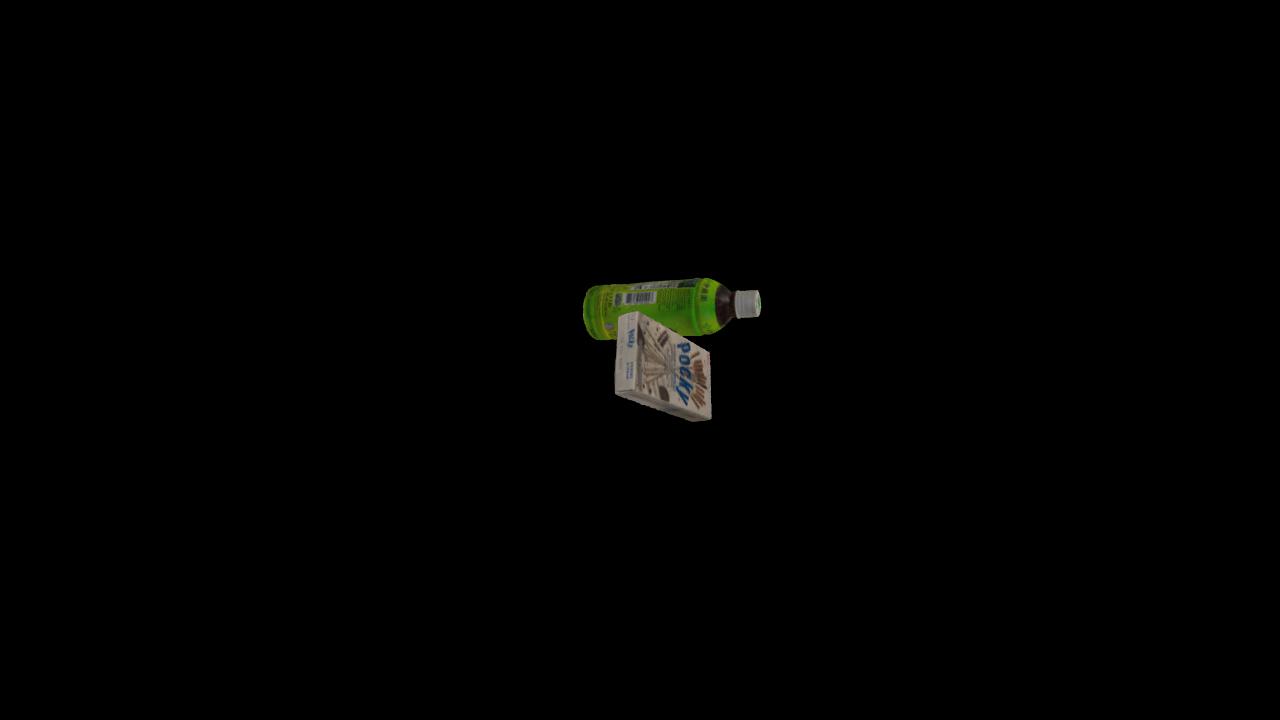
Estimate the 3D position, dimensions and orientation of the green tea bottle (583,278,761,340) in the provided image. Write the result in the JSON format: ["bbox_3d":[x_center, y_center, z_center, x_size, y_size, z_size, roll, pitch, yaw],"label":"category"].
[{"bbox_3d":[0.037,-0.062,0.736,0.212,0.073,0.073,-1,-1,25],"label":"green tea bottle"}]

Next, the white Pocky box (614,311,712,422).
[{"bbox_3d":[0.028,0.012,0.652,0.028,0.084,0.154,-11,-21,33],"label":"white Pocky box"}]
